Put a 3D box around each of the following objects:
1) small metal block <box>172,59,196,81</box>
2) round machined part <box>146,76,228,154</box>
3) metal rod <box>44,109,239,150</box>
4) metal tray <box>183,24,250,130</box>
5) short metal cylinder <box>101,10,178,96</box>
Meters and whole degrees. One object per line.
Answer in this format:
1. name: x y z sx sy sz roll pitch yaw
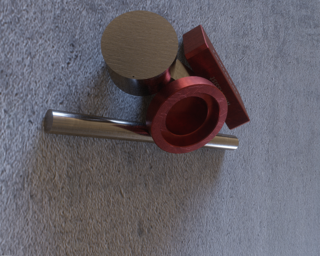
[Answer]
1. small metal block: 0.018 -0.062 0.403 0.050 0.050 0.025 30 72 -36
2. round machined part: 0.029 -0.019 0.379 0.099 0.042 0.097 -13 129 -16
3. metal rod: 0.003 0.009 0.408 0.302 0.025 0.025 8 85 -40
4. metal tray: 0.078 -0.071 0.435 0.130 0.030 0.090 53 21 -27
5. short metal cylinder: -0.021 -0.081 0.346 0.081 0.050 0.080 0 76 -1
